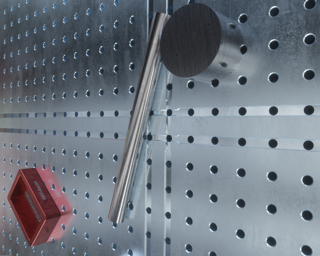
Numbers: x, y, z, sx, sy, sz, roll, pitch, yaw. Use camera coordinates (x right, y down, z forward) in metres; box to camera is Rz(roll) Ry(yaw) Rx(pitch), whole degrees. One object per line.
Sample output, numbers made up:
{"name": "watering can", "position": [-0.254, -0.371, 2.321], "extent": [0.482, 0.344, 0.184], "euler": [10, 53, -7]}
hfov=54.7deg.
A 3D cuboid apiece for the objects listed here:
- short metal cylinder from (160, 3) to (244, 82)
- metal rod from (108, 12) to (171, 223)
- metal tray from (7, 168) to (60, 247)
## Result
{"name": "short metal cylinder", "position": [0.047, -0.095, 0.354], "extent": [0.080, 0.050, 0.080], "euler": [0, 90, 40]}
{"name": "metal rod", "position": [-0.030, -0.006, 0.434], "extent": [0.025, 0.025, 0.298], "euler": [23, 104, 38]}
{"name": "metal tray", "position": [-0.254, 0.155, 0.616], "extent": [0.130, 0.030, 0.089], "euler": [47, 118, 29]}
